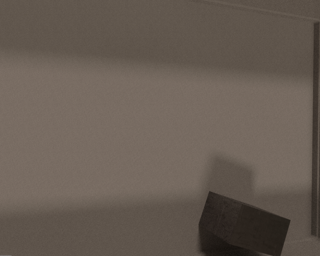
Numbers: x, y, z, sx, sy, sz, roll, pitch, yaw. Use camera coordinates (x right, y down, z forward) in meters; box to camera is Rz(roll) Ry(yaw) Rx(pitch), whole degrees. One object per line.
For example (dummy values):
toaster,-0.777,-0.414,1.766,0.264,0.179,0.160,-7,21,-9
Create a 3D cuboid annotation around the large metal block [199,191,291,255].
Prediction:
large metal block,0.113,0.129,0.425,0.080,0.080,0.050,21,83,-19
